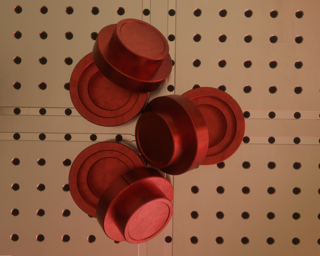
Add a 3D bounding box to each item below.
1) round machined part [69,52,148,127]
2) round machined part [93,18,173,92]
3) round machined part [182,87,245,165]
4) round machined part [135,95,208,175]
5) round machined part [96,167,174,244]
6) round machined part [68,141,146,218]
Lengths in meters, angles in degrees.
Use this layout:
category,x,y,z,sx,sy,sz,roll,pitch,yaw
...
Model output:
category,x,y,z,sx,sy,sz,roll,pitch,yaw
round machined part,-0.063,-0.050,0.403,0.099,0.042,0.097,0,90,0
round machined part,-0.028,-0.094,0.377,0.099,0.042,0.098,16,49,-20
round machined part,0.057,-0.003,0.405,0.099,0.042,0.097,0,90,0
round machined part,0.007,0.010,0.375,0.042,0.098,0.098,-14,90,-42
round machined part,-0.023,0.100,0.376,0.099,0.042,0.097,-20,128,-27
round machined part,-0.064,0.065,0.404,0.099,0.042,0.097,0,90,0
